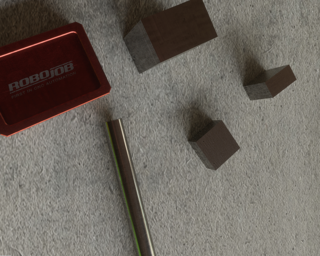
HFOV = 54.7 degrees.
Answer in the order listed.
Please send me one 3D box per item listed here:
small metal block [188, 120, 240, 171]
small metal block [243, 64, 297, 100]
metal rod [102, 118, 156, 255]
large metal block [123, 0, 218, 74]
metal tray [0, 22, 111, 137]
[{"bbox_3d":[0.077,0.024,0.439,0.050,0.025,0.050,-39,103,-16],"label":"small metal block"},{"bbox_3d":[0.161,-0.066,0.457,0.050,0.050,0.025,-35,102,-17],"label":"small metal block"},{"bbox_3d":[-0.025,0.135,0.400,0.025,0.025,0.298,-15,95,-20],"label":"metal rod"},{"bbox_3d":[0.010,-0.112,0.384,0.081,0.080,0.050,-28,100,-18],"label":"large metal block"},{"bbox_3d":[-0.135,-0.056,0.356,0.131,0.030,0.090,-27,99,-18],"label":"metal tray"}]
